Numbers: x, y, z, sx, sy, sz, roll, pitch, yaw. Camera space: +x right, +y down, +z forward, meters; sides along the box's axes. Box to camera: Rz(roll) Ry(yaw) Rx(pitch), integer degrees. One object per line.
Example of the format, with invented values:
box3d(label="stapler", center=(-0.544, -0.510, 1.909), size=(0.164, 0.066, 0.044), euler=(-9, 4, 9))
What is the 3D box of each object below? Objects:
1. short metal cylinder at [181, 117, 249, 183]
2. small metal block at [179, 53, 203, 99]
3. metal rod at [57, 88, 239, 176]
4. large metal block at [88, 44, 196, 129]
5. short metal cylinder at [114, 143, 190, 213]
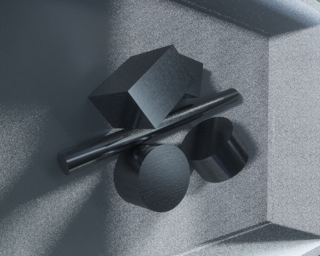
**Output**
box3d(label="short metal cylinder", center=(0.077, 0.030, 0.437), size=(0.050, 0.080, 0.080), euler=(51, 60, -29))
box3d(label="small metal block", center=(0.032, -0.071, 0.433), size=(0.050, 0.025, 0.050), euler=(11, 83, -40))
box3d(label="metal rod", center=(0.009, -0.008, 0.415), size=(0.302, 0.025, 0.025), euler=(-23, 105, -38))
box3d(label="large metal block", center=(-0.021, -0.045, 0.354), size=(0.080, 0.080, 0.050), euler=(-51, 121, -28))
box3d(label="short metal cylinder", center=(-0.009, 0.059, 0.382), size=(0.081, 0.050, 0.079), euler=(0, 90, -40))
